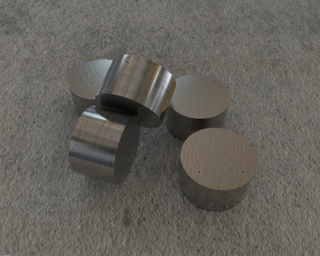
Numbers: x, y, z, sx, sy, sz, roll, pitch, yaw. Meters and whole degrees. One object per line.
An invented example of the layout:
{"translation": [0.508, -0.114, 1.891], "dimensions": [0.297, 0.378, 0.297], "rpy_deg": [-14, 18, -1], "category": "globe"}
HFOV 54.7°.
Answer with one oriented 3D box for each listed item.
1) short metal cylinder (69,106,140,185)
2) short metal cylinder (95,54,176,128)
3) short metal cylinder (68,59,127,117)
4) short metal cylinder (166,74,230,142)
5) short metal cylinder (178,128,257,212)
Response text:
{"translation": [-0.060, 0.019, 0.351], "dimensions": [0.050, 0.080, 0.080], "rpy_deg": [13, 51, 11], "category": "short metal cylinder"}
{"translation": [-0.027, -0.040, 0.359], "dimensions": [0.080, 0.080, 0.050], "rpy_deg": [16, 71, 13], "category": "short metal cylinder"}
{"translation": [-0.080, -0.050, 0.428], "dimensions": [0.080, 0.050, 0.080], "rpy_deg": [0, 50, 0], "category": "short metal cylinder"}
{"translation": [0.048, -0.026, 0.409], "dimensions": [0.080, 0.050, 0.080], "rpy_deg": [0, 50, 0], "category": "short metal cylinder"}
{"translation": [0.062, 0.046, 0.348], "dimensions": [0.080, 0.050, 0.080], "rpy_deg": [0, 50, 0], "category": "short metal cylinder"}
